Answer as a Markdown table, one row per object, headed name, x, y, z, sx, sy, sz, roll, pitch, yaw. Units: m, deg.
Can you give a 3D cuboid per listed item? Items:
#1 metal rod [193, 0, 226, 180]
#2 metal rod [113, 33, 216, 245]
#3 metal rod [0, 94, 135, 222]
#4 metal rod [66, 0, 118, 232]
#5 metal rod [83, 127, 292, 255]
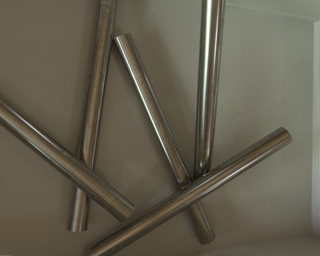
| name | x | y | z | sx | sy | sz | roll | pitch | yaw |
| --- | --- | --- | --- | --- | --- | --- | --- | --- | --- |
| metal rod | 0.058 | -0.054 | 0.369 | 0.025 | 0.025 | 0.298 | -11 | 118 | -20 |
| metal rod | 0.009 | 0.020 | 0.414 | 0.025 | 0.025 | 0.299 | -26 | 99 | -18 |
| metal rod | -0.148 | 0.001 | 0.338 | 0.300 | 0.025 | 0.025 | 42 | 77 | -9 |
| metal rod | -0.082 | -0.026 | 0.380 | 0.025 | 0.025 | 0.298 | 8 | 87 | -20 |
| metal rod | 0.041 | 0.085 | 0.399 | 0.301 | 0.025 | 0.025 | -30 | 101 | -7 |
